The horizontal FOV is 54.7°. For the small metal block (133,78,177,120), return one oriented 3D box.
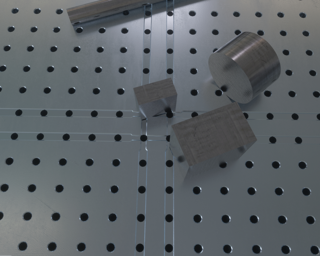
[{"bbox_3d":[-0.006,-0.038,0.412,0.050,0.050,0.025,-17,71,-6],"label":"small metal block"}]

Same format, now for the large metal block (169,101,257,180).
[{"bbox_3d":[0.059,0.019,0.376,0.080,0.080,0.050,-20,72,-7],"label":"large metal block"}]

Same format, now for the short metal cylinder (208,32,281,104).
[{"bbox_3d":[0.111,-0.079,0.412,0.050,0.080,0.080,-38,75,-12],"label":"short metal cylinder"}]

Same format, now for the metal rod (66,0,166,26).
[{"bbox_3d":[0.005,-0.215,0.490,0.302,0.025,0.025,-18,71,-7],"label":"metal rod"}]
